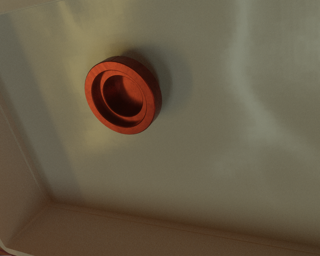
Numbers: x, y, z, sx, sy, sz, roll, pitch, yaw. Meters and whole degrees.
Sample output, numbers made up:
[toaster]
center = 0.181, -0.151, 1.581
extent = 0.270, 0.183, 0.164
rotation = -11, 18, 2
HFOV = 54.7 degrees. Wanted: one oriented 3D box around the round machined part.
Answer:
[round machined part]
center = -0.042, -0.044, 0.391
extent = 0.098, 0.042, 0.097
rotation = 13, 124, 20
